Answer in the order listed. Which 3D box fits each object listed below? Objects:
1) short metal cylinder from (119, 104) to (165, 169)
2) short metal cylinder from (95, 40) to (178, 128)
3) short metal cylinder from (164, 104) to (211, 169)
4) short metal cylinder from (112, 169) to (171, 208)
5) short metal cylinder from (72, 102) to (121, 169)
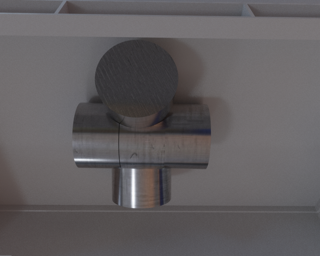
[{"bbox_3d":[-0.020,0.010,0.379,0.050,0.080,0.079,1,130,-1],"label":"short metal cylinder"},{"bbox_3d":[-0.023,-0.044,0.324,0.081,0.080,0.050,1,168,-1],"label":"short metal cylinder"},{"bbox_3d":[0.031,0.010,0.380,0.050,0.080,0.079,1,130,-1],"label":"short metal cylinder"},{"bbox_3d":[-0.025,0.071,0.421,0.081,0.080,0.050,0,96,0],"label":"short metal cylinder"},{"bbox_3d":[-0.071,0.009,0.378,0.050,0.080,0.079,1,130,-1],"label":"short metal cylinder"}]
